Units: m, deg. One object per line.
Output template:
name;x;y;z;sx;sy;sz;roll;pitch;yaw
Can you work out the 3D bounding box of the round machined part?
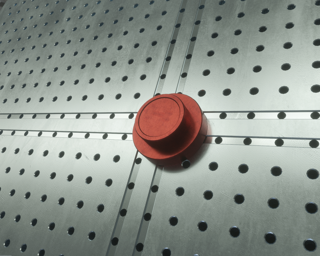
round machined part;0.007;-0.005;0.397;0.098;0.042;0.098;-13;56;21
